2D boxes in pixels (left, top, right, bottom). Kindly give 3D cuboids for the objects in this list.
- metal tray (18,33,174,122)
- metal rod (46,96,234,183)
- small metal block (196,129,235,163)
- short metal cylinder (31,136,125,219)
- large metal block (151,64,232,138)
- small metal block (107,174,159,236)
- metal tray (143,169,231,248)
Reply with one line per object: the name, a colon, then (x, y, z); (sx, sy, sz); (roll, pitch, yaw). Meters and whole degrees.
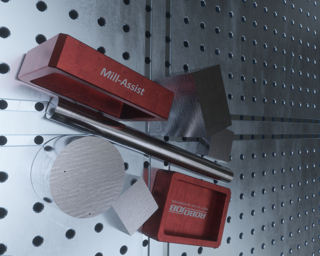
metal tray: (-0.062, -0.042, 0.313); (0.131, 0.090, 0.030); (23, 76, -38)
metal rod: (-0.001, 0.028, 0.408); (0.302, 0.025, 0.025); (24, 75, -37)
small metal block: (0.086, 0.024, 0.481); (0.050, 0.025, 0.050); (22, 76, -38)
short metal cylinder: (-0.084, 0.048, 0.321); (0.081, 0.050, 0.080); (0, 90, -40)
large metal block: (0.040, -0.034, 0.408); (0.050, 0.080, 0.080); (-24, 105, -38)
small metal block: (-0.036, 0.093, 0.380); (0.050, 0.025, 0.050); (-40, 114, -33)
metal tray: (0.044, 0.117, 0.442); (0.131, 0.030, 0.090); (23, 76, -38)
